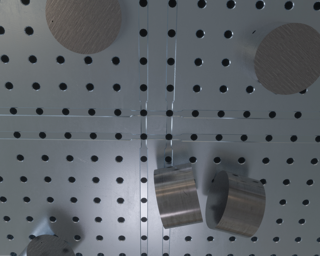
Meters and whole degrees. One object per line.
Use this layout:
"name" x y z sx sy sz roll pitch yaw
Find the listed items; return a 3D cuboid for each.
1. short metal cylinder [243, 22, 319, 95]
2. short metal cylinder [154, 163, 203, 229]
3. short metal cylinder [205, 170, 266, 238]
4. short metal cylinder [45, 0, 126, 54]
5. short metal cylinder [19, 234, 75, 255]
"short metal cylinder" 0.146 -0.085 0.370 0.081 0.050 0.079 0 110 0
"short metal cylinder" 0.025 0.091 0.418 0.050 0.080 0.080 -12 110 4
"short metal cylinder" 0.101 0.103 0.423 0.050 0.080 0.079 16 109 -6
"short metal cylinder" -0.081 -0.127 0.352 0.081 0.050 0.079 0 110 0
"short metal cylinder" -0.172 0.207 0.459 0.080 0.080 0.050 37 106 -13
